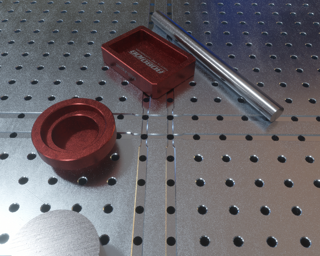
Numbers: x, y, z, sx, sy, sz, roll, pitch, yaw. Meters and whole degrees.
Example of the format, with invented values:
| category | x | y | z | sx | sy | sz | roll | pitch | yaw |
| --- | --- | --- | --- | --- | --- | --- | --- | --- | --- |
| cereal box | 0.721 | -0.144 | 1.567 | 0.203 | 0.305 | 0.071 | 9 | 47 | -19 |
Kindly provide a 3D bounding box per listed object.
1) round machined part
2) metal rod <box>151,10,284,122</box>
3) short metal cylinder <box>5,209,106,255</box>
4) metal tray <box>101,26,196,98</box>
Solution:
| category | x | y | z | sx | sy | sz | roll | pitch | yaw |
| --- | --- | --- | --- | --- | --- | --- | --- | --- | --- |
| round machined part | -0.103 | 0.011 | 0.386 | 0.099 | 0.042 | 0.098 | 0 | 50 | 0 |
| metal rod | 0.077 | -0.114 | 0.503 | 0.025 | 0.025 | 0.300 | -27 | 55 | -21 |
| short metal cylinder | -0.093 | 0.124 | 0.287 | 0.080 | 0.050 | 0.080 | 0 | 50 | 0 |
| metal tray | -0.019 | -0.110 | 0.496 | 0.091 | 0.030 | 0.130 | -36 | 59 | -26 |
